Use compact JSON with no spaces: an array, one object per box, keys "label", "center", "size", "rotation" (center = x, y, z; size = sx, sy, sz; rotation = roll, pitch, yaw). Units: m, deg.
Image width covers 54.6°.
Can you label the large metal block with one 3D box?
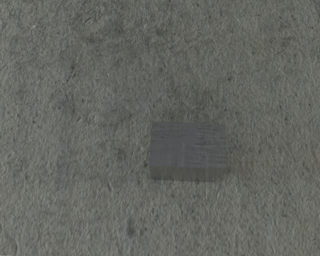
[{"label":"large metal block","center":[0.030,0.031,0.368],"size":[0.080,0.080,0.050],"rotation":[2,70,1]}]
